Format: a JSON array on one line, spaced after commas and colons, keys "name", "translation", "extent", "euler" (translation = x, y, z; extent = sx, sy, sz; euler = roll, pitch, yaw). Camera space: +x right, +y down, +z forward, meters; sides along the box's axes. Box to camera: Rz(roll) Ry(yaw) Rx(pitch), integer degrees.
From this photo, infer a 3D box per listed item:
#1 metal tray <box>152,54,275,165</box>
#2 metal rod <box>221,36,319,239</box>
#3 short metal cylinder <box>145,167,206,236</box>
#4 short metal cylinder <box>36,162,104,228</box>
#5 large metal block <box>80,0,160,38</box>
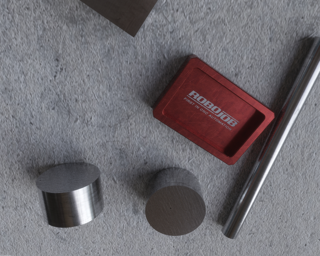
[{"name": "metal tray", "translation": [0.067, -0.021, 0.399], "extent": [0.130, 0.030, 0.090], "euler": [33, 107, -12]}, {"name": "metal rod", "translation": [0.152, 0.027, 0.421], "extent": [0.025, 0.025, 0.298], "euler": [17, 109, -7]}, {"name": "short metal cylinder", "translation": [0.021, 0.102, 0.434], "extent": [0.081, 0.050, 0.079], "euler": [0, 110, 0]}, {"name": "short metal cylinder", "translation": [-0.117, 0.086, 0.411], "extent": [0.080, 0.080, 0.050], "euler": [-3, 110, 1]}, {"name": "large metal block", "translation": [-0.045, -0.143, 0.327], "extent": [0.080, 0.080, 0.050], "euler": [33, 107, -11]}]
